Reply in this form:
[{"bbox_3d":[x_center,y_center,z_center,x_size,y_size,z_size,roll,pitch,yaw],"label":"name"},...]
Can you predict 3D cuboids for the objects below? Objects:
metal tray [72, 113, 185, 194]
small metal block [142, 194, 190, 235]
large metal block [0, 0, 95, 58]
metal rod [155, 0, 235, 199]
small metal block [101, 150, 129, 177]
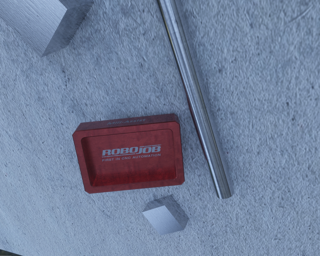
[{"bbox_3d":[-0.037,0.034,0.400,0.131,0.030,0.089,-6,111,1],"label":"metal tray"},{"bbox_3d":[0.009,0.137,0.486,0.050,0.025,0.050,-28,103,37],"label":"small metal block"},{"bbox_3d":[-0.140,-0.147,0.372,0.080,0.050,0.080,46,129,-4],"label":"large metal block"},{"bbox_3d":[0.040,-0.044,0.357,0.025,0.025,0.298,-6,116,30],"label":"metal rod"},{"bbox_3d":[-0.066,0.045,0.451,0.025,0.050,0.050,-9,114,34],"label":"small metal block"}]
